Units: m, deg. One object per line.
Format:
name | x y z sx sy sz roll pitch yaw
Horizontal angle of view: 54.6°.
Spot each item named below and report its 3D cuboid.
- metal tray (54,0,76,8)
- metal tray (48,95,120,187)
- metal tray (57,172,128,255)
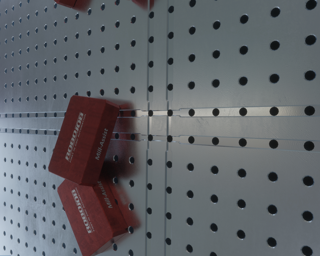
metal tray | -0.182 -0.288 0.558 0.130 0.030 0.090 48 118 29
metal tray | -0.120 0.017 0.486 0.090 0.030 0.130 11 82 39
metal tray | -0.113 0.130 0.501 0.090 0.030 0.130 -45 63 30
